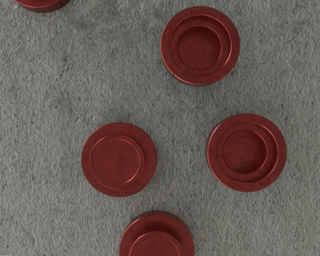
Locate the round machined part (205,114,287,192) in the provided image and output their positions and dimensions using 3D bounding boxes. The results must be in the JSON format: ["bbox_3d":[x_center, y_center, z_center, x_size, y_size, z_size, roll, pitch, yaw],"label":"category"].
[{"bbox_3d":[0.108,0.031,0.402,0.099,0.042,0.097,0,90,0],"label":"round machined part"}]

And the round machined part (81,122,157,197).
[{"bbox_3d":[-0.053,0.041,0.401,0.099,0.042,0.097,0,90,0],"label":"round machined part"}]

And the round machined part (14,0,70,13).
[{"bbox_3d":[-0.159,-0.204,0.400,0.099,0.042,0.097,0,90,0],"label":"round machined part"}]

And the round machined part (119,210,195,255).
[{"bbox_3d":[-0.004,0.161,0.401,0.099,0.042,0.097,0,90,0],"label":"round machined part"}]

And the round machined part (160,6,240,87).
[{"bbox_3d":[0.050,-0.102,0.402,0.099,0.042,0.097,0,90,0],"label":"round machined part"}]
